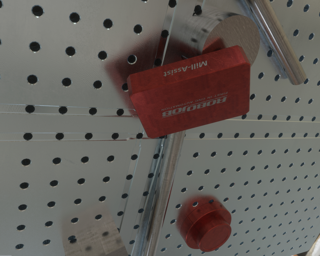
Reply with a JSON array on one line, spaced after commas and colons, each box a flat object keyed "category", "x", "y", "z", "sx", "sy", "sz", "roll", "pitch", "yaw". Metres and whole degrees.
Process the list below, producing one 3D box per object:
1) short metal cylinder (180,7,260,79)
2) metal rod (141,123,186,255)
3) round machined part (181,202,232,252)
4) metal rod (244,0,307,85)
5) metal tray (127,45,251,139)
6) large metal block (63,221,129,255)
[{"category": "short metal cylinder", "x": 0.072, "y": -0.100, "z": 0.374, "sx": 0.081, "sy": 0.050, "sz": 0.079, "roll": -14, "pitch": 124, "yaw": -21}, {"category": "metal rod", "x": -0.001, "y": 0.126, "z": 0.490, "sx": 0.025, "sy": 0.025, "sz": 0.298, "roll": -4, "pitch": 120, "yaw": -27}, {"category": "round machined part", "x": 0.091, "y": 0.188, "z": 0.569, "sx": 0.099, "sy": 0.042, "sz": 0.097, "roll": -14, "pitch": 125, "yaw": -21}, {"category": "metal rod", "x": 0.127, "y": -0.151, "z": 0.388, "sx": 0.025, "sy": 0.025, "sz": 0.301, "roll": -47, "pitch": 130, "yaw": 4}, {"category": "metal tray", "x": 0.037, "y": -0.038, "z": 0.364, "sx": 0.131, "sy": 0.030, "sz": 0.090, "roll": -15, "pitch": 144, "yaw": 4}, {"category": "large metal block", "x": -0.091, "y": 0.201, "z": 0.472, "sx": 0.081, "sy": 0.050, "sz": 0.080, "roll": -22, "pitch": 127, "yaw": -16}]
